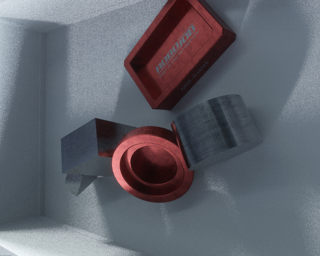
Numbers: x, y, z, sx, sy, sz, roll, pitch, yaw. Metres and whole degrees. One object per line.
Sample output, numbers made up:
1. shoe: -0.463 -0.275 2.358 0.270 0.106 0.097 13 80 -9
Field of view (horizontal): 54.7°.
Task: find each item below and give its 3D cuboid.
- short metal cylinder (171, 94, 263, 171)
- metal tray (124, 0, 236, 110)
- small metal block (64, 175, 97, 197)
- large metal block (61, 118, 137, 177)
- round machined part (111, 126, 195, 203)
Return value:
1. short metal cylinder: 0.058 0.006 0.322 0.080 0.081 0.050 -32 70 35
2. metal tray: 0.018 -0.096 0.386 0.129 0.030 0.090 -47 62 29
3. small metal block: -0.117 0.068 0.473 0.025 0.050 0.050 32 127 10
4. large metal block: -0.079 0.031 0.428 0.080 0.080 0.050 -26 64 36
5. round machined part: -0.005 0.040 0.378 0.098 0.042 0.097 6 119 11
